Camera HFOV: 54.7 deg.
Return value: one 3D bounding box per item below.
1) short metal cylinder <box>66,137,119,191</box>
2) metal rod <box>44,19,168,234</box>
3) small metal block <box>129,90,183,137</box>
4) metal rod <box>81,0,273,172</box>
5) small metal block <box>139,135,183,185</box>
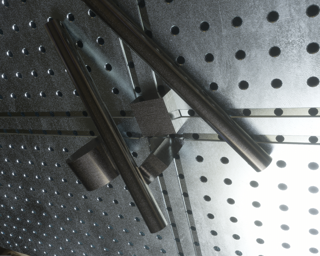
[{"bbox_3d":[-0.088,0.046,0.451,0.080,0.080,0.050,-23,106,36],"label":"short metal cylinder"},{"bbox_3d":[-0.070,-0.002,0.403,0.025,0.025,0.299,-27,90,37],"label":"metal rod"},{"bbox_3d":[-0.004,-0.018,0.402,0.050,0.025,0.050,-8,115,31],"label":"small metal block"},{"bbox_3d":[0.017,-0.060,0.364,0.300,0.025,0.025,44,129,-3],"label":"metal rod"},{"bbox_3d":[-0.002,0.043,0.423,0.025,0.050,0.050,42,129,-1],"label":"small metal block"}]
